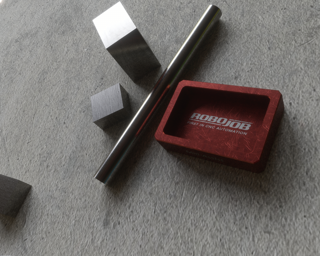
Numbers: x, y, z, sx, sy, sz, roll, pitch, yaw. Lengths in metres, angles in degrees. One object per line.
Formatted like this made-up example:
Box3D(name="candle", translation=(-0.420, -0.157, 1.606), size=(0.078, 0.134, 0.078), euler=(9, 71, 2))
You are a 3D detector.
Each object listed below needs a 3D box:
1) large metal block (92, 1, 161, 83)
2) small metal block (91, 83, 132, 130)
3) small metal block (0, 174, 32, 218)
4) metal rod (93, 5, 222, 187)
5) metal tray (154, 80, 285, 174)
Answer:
Box3D(name="large metal block", translation=(-0.050, -0.130, 0.473), size=(0.050, 0.080, 0.080), euler=(-33, 52, 7))
Box3D(name="small metal block", translation=(-0.073, -0.032, 0.460), size=(0.050, 0.025, 0.050), euler=(-24, 53, 13))
Box3D(name="small metal block", translation=(-0.227, 0.100, 0.459), size=(0.050, 0.025, 0.050), euler=(7, 65, 31))
Box3D(name="metal rod", translation=(0.003, -0.054, 0.433), size=(0.025, 0.025, 0.300), euler=(23, 74, 36))
Box3D(name="metal tray", translation=(0.068, -0.007, 0.368), size=(0.130, 0.030, 0.090), euler=(12, 68, 33))
